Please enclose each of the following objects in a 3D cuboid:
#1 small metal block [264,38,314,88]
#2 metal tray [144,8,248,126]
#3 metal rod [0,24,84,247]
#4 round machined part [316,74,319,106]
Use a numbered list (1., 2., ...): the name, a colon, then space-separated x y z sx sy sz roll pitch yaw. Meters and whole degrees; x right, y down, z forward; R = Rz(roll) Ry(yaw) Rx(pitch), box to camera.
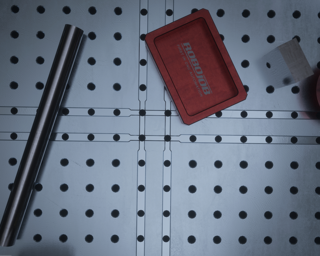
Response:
1. small metal block: 0.166 -0.083 0.403 0.025 0.050 0.050 -27 90 0
2. metal tray: 0.046 -0.079 0.411 0.090 0.030 0.129 -25 90 -1
3. metal rod: -0.159 0.009 0.411 0.025 0.025 0.298 18 90 -1
4. round machined part: 0.255 -0.049 0.408 0.099 0.042 0.097 0 90 -1
